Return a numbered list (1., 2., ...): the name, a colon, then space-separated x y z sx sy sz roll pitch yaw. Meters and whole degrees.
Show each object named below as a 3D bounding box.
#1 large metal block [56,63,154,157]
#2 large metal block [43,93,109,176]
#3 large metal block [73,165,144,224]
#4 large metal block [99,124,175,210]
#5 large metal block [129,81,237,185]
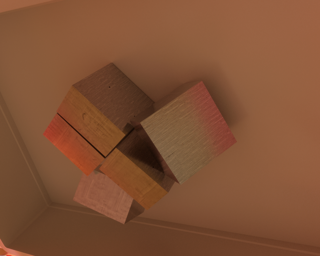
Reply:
1. large metal block: -0.065 -0.025 0.388 0.080 0.080 0.050 43 129 -2
2. large metal block: -0.093 0.004 0.422 0.080 0.080 0.050 44 129 -3
3. large metal block: -0.064 0.091 0.451 0.080 0.080 0.050 20 92 16
4. large metal block: -0.017 0.044 0.405 0.080 0.080 0.050 41 129 0
5. large metal block: 0.025 0.003 0.351 0.080 0.080 0.050 58 167 -13
